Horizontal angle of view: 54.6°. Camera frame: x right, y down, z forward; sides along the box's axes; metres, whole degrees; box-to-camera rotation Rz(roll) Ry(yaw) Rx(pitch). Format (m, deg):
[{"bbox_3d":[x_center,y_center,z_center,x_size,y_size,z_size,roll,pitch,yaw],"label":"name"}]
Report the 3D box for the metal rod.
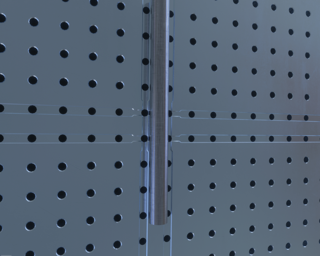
[{"bbox_3d":[-0.001,-0.024,0.412,0.025,0.025,0.298,1,90,-20],"label":"metal rod"}]
